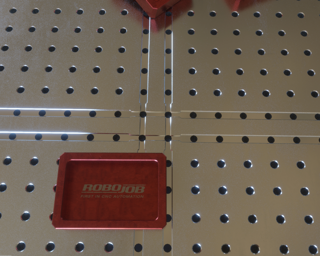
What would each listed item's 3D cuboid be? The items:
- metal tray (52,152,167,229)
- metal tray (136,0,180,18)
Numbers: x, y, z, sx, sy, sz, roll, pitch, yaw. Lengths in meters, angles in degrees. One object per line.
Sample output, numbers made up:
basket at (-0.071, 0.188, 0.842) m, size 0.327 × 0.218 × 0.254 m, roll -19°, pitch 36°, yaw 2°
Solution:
metal tray at (-0.058, 0.077, 0.380) m, size 0.131 × 0.030 × 0.090 m, roll 0°, pitch 70°, yaw -1°
metal tray at (-0.017, -0.249, 0.481) m, size 0.090 × 0.030 × 0.130 m, roll -40°, pitch 90°, yaw -13°
